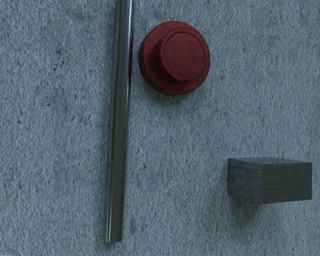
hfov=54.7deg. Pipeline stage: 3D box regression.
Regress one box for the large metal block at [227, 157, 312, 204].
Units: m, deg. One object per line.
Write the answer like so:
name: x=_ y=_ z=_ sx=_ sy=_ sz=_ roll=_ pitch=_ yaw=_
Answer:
large metal block: x=0.152 y=0.070 z=0.438 sx=0.081 sy=0.080 sz=0.050 roll=1 pitch=90 yaw=-20

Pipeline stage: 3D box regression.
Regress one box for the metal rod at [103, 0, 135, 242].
metal rod: x=-0.052 y=-0.010 z=0.390 sx=0.025 sy=0.025 sz=0.298 roll=3 pitch=89 yaw=-20

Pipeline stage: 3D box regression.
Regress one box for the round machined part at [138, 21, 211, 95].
round machined part: x=0.024 y=-0.093 z=0.410 sx=0.099 sy=0.042 sz=0.097 roll=0 pitch=90 yaw=-21
